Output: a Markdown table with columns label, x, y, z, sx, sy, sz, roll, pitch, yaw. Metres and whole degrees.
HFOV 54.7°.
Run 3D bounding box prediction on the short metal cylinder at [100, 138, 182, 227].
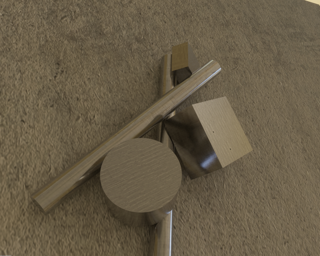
| label | x | y | z | sx | sy | sz | roll | pitch | yaw |
| --- | --- | --- | --- | --- | --- | --- | --- | --- | --- |
| short metal cylinder | -0.020 | 0.057 | 0.327 | 0.081 | 0.050 | 0.080 | 2 | 57 | -3 |

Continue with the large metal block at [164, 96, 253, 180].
| label | x | y | z | sx | sy | sz | roll | pitch | yaw |
| --- | --- | --- | --- | --- | --- | --- | --- | --- | --- |
| large metal block | 0.063 | 0.011 | 0.398 | 0.081 | 0.050 | 0.080 | -17 | 80 | -48 |

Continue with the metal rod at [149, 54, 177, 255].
| label | x | y | z | sx | sy | sz | roll | pitch | yaw |
| --- | --- | --- | --- | --- | --- | --- | --- | --- | --- |
| metal rod | 0.007 | 0.022 | 0.395 | 0.025 | 0.025 | 0.300 | 16 | 55 | -19 |

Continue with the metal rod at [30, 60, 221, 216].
| label | x | y | z | sx | sy | sz | roll | pitch | yaw |
| --- | --- | --- | --- | --- | --- | --- | --- | --- | --- |
| metal rod | -0.019 | -0.007 | 0.377 | 0.025 | 0.025 | 0.302 | 47 | 58 | 5 |

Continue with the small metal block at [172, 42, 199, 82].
| label | x | y | z | sx | sy | sz | roll | pitch | yaw |
| --- | --- | --- | --- | --- | --- | --- | --- | --- | --- |
| small metal block | 0.040 | -0.092 | 0.466 | 0.050 | 0.025 | 0.050 | 49 | 35 | -49 |
